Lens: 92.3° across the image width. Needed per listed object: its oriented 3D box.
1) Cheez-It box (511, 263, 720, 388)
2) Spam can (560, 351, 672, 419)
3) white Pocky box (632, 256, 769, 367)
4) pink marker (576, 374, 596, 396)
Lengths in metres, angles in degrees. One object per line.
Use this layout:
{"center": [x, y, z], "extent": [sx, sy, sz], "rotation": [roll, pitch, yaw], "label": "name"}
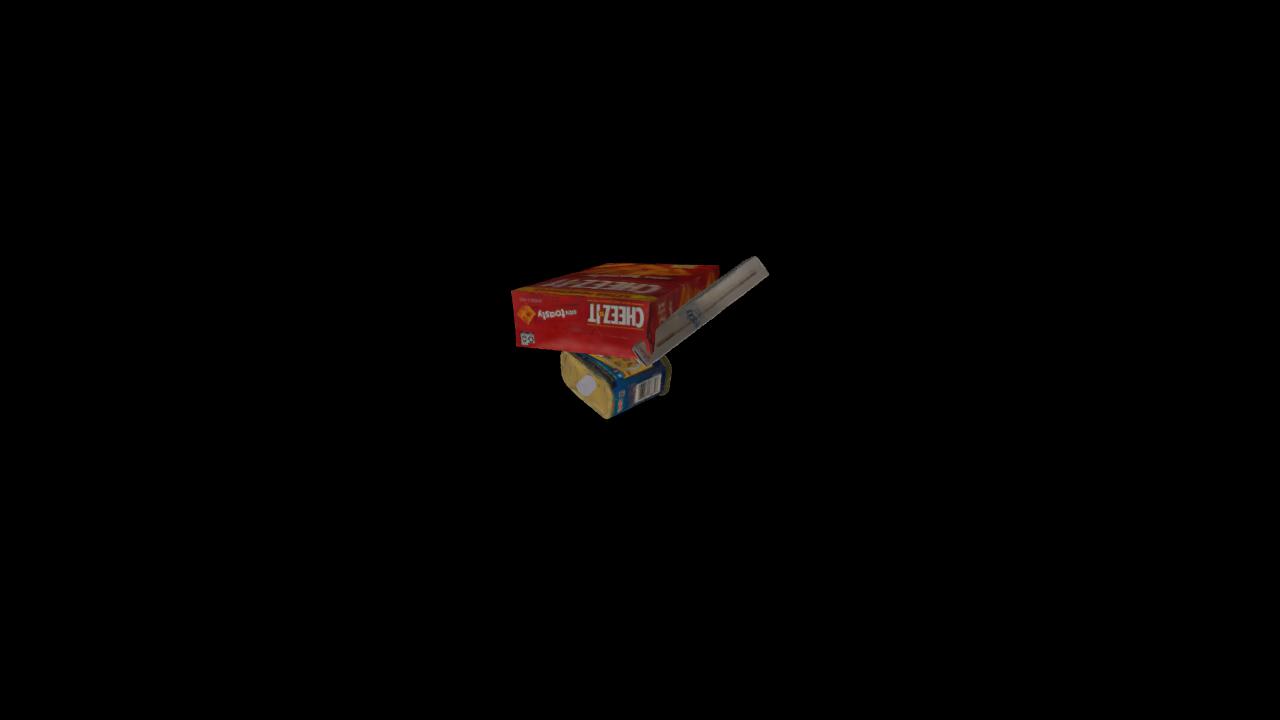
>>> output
{"center": [-0.018, -0.065, 0.714], "extent": [0.166, 0.071, 0.223], "rotation": [5, 19, 24], "label": "Cheez-It box"}
{"center": [-0.029, 0.013, 0.701], "extent": [0.085, 0.058, 0.101], "rotation": [-23, 42, -35], "label": "Spam can"}
{"center": [0.057, -0.049, 0.638], "extent": [0.154, 0.028, 0.084], "rotation": [-37, 4, -2], "label": "white Pocky box"}
{"center": [-0.028, -0.002, 0.697], "extent": [0.020, 0.020, 0.121], "rotation": [0, 35, 41], "label": "pink marker"}
